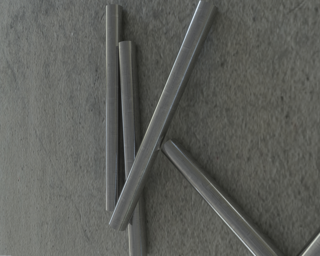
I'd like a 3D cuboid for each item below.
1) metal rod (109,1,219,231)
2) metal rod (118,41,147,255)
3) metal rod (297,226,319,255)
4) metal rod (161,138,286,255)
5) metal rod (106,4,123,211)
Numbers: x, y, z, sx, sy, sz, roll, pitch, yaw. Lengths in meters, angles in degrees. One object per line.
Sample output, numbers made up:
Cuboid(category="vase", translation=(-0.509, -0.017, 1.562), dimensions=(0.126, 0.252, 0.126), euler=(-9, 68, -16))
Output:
Cuboid(category="metal rod", translation=(0.000, -0.006, 0.385), dimensions=(0.025, 0.025, 0.298), euler=(30, 103, 35))
Cuboid(category="metal rod", translation=(-0.038, 0.029, 0.434), dimensions=(0.025, 0.025, 0.298), euler=(-5, 87, 39))
Cuboid(category="metal rod", translation=(0.134, 0.113, 0.267), dimensions=(0.025, 0.025, 0.298), euler=(39, 105, 33))
Cuboid(category="metal rod", translation=(0.100, 0.118, 0.320), dimensions=(0.300, 0.025, 0.025), euler=(47, 118, 29))
Cuboid(category="metal rod", translation=(-0.067, -0.029, 0.457), dimensions=(0.025, 0.025, 0.298), euler=(0, 90, 39))
